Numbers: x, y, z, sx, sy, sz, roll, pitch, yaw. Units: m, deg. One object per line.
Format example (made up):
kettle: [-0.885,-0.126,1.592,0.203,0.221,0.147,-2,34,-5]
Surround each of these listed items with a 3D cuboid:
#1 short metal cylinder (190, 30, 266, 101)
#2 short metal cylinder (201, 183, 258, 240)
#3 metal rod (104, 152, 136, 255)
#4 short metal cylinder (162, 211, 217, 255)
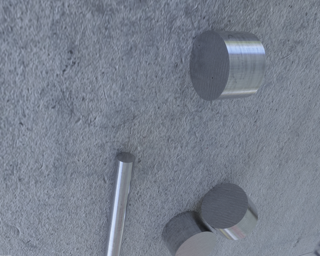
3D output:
short metal cylinder: [0.078,-0.074,0.368,0.050,0.080,0.079,-7,122,-25]
short metal cylinder: [0.117,0.140,0.522,0.080,0.080,0.050,-41,129,0]
metal rod: [-0.069,0.169,0.473,0.025,0.025,0.298,-4,120,-27]
short metal cylinder: [0.050,0.191,0.536,0.081,0.050,0.079,-14,124,-21]
